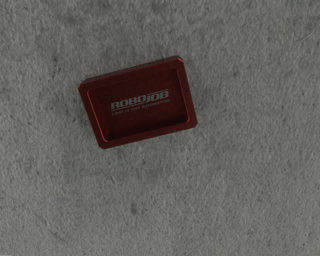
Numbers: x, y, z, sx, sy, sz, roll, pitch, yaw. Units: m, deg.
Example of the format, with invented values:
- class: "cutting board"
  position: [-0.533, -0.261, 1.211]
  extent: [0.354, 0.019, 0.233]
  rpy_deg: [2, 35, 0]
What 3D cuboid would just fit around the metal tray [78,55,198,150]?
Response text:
- class: "metal tray"
  position: [-0.026, -0.032, 0.394]
  extent: [0.131, 0.030, 0.089]
  rpy_deg: [-14, 110, 4]
